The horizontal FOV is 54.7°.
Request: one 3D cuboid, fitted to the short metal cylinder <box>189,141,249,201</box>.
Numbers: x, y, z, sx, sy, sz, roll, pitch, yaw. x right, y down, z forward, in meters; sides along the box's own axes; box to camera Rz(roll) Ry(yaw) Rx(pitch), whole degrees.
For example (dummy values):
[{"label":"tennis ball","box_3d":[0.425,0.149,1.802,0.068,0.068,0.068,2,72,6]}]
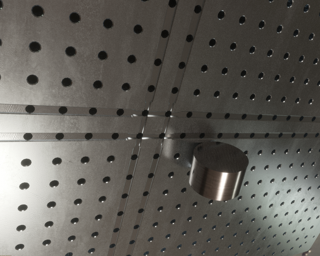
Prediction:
[{"label":"short metal cylinder","box_3d":[0.087,0.062,0.464,0.081,0.080,0.050,-8,122,-25]}]
